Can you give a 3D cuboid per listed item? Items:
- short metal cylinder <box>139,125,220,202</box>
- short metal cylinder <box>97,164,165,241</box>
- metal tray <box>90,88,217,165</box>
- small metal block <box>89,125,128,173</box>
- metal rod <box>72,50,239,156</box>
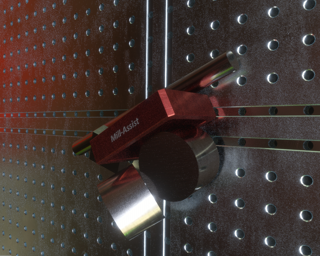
[{"bbox_3d":[0.022,0.040,0.363,0.080,0.050,0.079,7,103,35],"label":"short metal cylinder"},{"bbox_3d":[-0.036,0.092,0.389,0.050,0.080,0.080,-31,64,-9],"label":"short metal cylinder"},{"bbox_3d":[-0.010,0.002,0.370,0.130,0.091,0.030,-33,70,35],"label":"metal tray"},{"bbox_3d":[-0.072,0.031,0.447,0.050,0.025,0.050,26,123,17],"label":"small metal block"},{"bbox_3d":[-0.028,-0.020,0.427,0.299,0.025,0.025,-27,73,36],"label":"metal rod"}]
